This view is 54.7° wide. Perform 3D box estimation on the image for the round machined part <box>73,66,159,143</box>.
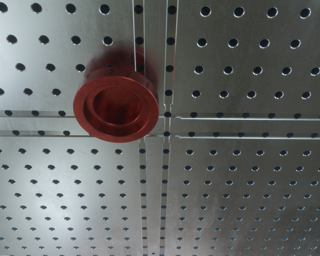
[{"bbox_3d":[-0.051,-0.031,0.373,0.099,0.042,0.097,-1,130,0],"label":"round machined part"}]
